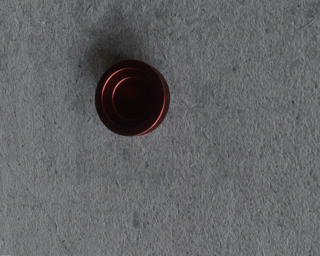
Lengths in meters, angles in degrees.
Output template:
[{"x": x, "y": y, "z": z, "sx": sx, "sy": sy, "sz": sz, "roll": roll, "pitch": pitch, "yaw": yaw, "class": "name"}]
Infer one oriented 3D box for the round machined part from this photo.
[{"x": -0.033, "y": -0.038, "z": 0.412, "sx": 0.098, "sy": 0.042, "sz": 0.097, "roll": 0, "pitch": 90, "yaw": 20, "class": "round machined part"}]
